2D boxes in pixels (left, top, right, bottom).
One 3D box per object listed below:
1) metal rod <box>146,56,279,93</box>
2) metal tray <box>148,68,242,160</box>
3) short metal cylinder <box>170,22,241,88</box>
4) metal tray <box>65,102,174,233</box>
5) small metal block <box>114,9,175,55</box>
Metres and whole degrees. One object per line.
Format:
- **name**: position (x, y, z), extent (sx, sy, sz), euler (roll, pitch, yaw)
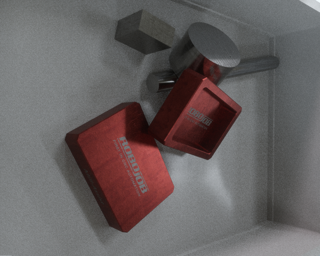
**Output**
- **metal rod**: position (0.103, -0.091, 0.495), extent (0.302, 0.025, 0.025), euler (-17, 101, -39)
- **metal tray**: position (0.051, -0.011, 0.403), extent (0.131, 0.030, 0.090), euler (23, 101, -55)
- **short metal cylinder**: position (0.061, -0.096, 0.420), extent (0.081, 0.050, 0.080), euler (17, 50, -21)
- **metal tray**: position (-0.042, 0.045, 0.370), extent (0.091, 0.030, 0.129), euler (-35, 112, -35)
- **small metal block**: position (-0.019, -0.114, 0.376), extent (0.050, 0.050, 0.025), euler (17, 79, -39)
